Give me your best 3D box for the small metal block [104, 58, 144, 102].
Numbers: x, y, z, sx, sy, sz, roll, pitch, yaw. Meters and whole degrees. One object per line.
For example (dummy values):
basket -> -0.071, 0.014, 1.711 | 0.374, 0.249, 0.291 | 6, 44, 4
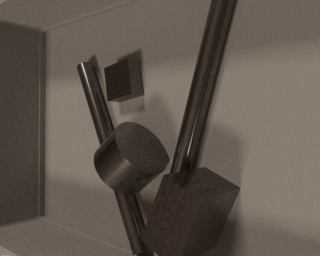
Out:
small metal block -> -0.052, -0.068, 0.448 | 0.050, 0.025, 0.050 | -11, 83, 39

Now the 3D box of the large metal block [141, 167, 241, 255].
large metal block -> 0.035, 0.094, 0.341 | 0.050, 0.081, 0.079 | 29, 108, 36

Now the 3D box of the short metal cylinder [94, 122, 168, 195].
short metal cylinder -> -0.037, 0.038, 0.400 | 0.050, 0.081, 0.080 | -46, 63, 30

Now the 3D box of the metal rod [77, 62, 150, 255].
metal rod -> -0.074, 0.034, 0.465 | 0.025, 0.025, 0.299 | -31, 71, 35

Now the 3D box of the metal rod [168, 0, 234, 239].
metal rod -> 0.039, -0.007, 0.372 | 0.025, 0.025, 0.298 | 21, 103, 38
